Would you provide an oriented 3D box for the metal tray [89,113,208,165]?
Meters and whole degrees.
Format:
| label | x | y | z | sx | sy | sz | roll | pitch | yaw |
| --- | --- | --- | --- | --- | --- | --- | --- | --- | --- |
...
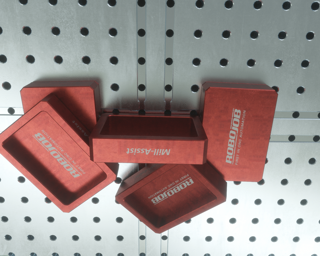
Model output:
| label | x | y | z | sx | sy | sz | roll | pitch | yaw |
| --- | --- | --- | --- | --- | --- | --- | --- | --- | --- |
| metal tray | -0.013 | 0.010 | 0.381 | 0.131 | 0.090 | 0.030 | 1 | 110 | -1 |

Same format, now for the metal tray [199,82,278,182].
| label | x | y | z | sx | sy | sz | roll | pitch | yaw |
| --- | --- | --- | --- | --- | --- | --- | --- | --- | --- |
| metal tray | 0.097 | 0.007 | 0.414 | 0.091 | 0.030 | 0.129 | 3 | 110 | -2 |

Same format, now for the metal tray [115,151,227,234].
| label | x | y | z | sx | sy | sz | roll | pitch | yaw |
| --- | --- | --- | --- | --- | --- | --- | --- | --- | --- |
| metal tray | 0.014 | 0.087 | 0.423 | 0.130 | 0.030 | 0.090 | -37 | 108 | 30 |

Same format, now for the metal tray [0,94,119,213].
| label | x | y | z | sx | sy | sz | roll | pitch | yaw |
| --- | --- | --- | --- | --- | --- | --- | --- | --- | --- |
| metal tray | -0.126 | 0.035 | 0.388 | 0.090 | 0.030 | 0.130 | -36 | 107 | 11 |

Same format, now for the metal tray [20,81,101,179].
| label | x | y | z | sx | sy | sz | roll | pitch | yaw |
| --- | --- | --- | --- | --- | --- | --- | --- | --- | --- |
| metal tray | -0.124 | 0.005 | 0.411 | 0.091 | 0.030 | 0.129 | -1 | 111 | 0 |
